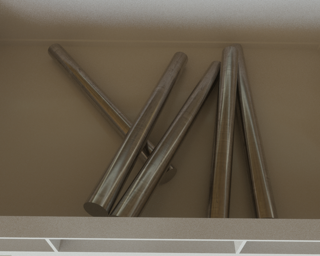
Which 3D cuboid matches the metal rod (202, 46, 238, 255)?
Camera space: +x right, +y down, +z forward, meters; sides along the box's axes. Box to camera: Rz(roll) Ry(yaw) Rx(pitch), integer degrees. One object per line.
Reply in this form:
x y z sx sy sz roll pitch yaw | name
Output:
0.081 0.004 0.389 0.025 0.025 0.300 8 54 6 | metal rod

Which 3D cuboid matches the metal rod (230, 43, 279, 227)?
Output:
0.118 -0.016 0.419 0.025 0.025 0.300 2 50 1 | metal rod

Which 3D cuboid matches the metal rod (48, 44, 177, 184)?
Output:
-0.081 -0.036 0.434 0.025 0.025 0.300 -30 57 -23 | metal rod

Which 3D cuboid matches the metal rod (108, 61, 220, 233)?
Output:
0.027 -0.003 0.384 0.025 0.025 0.301 20 45 15 | metal rod

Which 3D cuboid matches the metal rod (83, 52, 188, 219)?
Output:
-0.013 -0.018 0.392 0.025 0.025 0.301 14 43 11 | metal rod
